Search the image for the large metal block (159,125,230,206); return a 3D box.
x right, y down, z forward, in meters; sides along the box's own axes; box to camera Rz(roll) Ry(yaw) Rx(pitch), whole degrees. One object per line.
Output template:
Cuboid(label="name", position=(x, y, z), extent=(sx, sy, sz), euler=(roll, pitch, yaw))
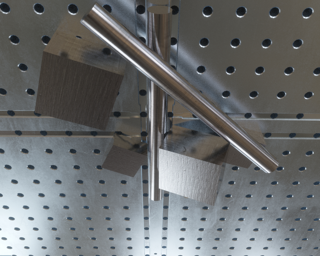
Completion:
Cuboid(label="large metal block", position=(0.045, 0.051, 0.421), extent=(0.080, 0.050, 0.079), euler=(15, 132, 16))

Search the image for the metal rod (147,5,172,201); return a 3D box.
Cuboid(label="metal rod", position=(-0.003, -0.005, 0.406), extent=(0.025, 0.025, 0.298), euler=(1, 130, -1))

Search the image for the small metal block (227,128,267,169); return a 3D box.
Cuboid(label="small metal block", position=(0.111, 0.026, 0.435), extent=(0.050, 0.025, 0.050), euler=(15, 129, -13))

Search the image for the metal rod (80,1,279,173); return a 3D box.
Cuboid(label="metal rod", position=(0.042, -0.028, 0.353), extent=(0.301, 0.025, 0.025), euler=(36, 121, -27))

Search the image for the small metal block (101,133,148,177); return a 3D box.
Cuboid(label="small metal block", position=(-0.051, 0.040, 0.445), extent=(0.050, 0.025, 0.050), euler=(20, 127, -17))

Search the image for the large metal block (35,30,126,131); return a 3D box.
Cuboid(label="large metal block", position=(-0.089, -0.052, 0.350), extent=(0.081, 0.050, 0.079), euler=(16, 128, -13))
